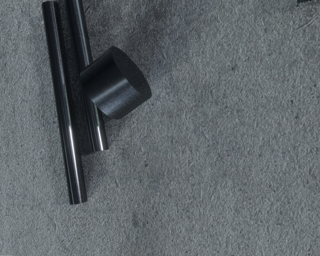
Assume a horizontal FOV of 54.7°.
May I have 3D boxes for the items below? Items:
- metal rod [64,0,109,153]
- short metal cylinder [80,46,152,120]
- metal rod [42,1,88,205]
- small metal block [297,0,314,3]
[{"bbox_3d":[-0.113,-0.114,0.448,0.025,0.025,0.298,-12,86,19],"label":"metal rod"},{"bbox_3d":[-0.055,-0.058,0.399,0.050,0.080,0.080,-34,79,17],"label":"short metal cylinder"},{"bbox_3d":[-0.142,-0.039,0.458,0.025,0.025,0.298,-10,87,19],"label":"metal rod"},{"bbox_3d":[0.179,-0.174,0.346,0.050,0.025,0.050,-5,89,20],"label":"small metal block"}]
